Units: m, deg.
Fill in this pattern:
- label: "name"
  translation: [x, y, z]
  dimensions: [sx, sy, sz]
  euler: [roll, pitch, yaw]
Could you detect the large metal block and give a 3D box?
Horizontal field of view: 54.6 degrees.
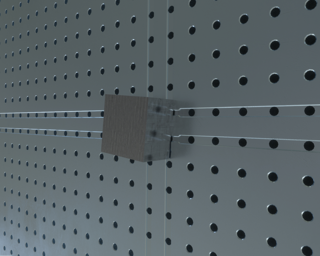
- label: "large metal block"
  translation: [-0.031, -0.002, 0.420]
  dimensions: [0.080, 0.050, 0.080]
  euler: [8, 96, 40]
